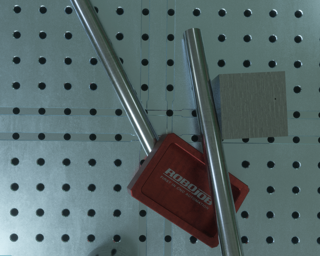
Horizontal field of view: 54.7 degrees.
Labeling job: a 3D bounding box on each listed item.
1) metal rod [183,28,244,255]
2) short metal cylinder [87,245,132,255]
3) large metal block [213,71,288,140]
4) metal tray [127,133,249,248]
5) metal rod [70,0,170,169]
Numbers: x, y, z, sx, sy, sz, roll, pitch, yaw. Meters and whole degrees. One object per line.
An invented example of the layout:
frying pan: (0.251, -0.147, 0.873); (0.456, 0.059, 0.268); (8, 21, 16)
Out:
metal rod: (0.063, 0.016, 0.377); (0.025, 0.025, 0.299); (-8, 76, 0)
short metal cylinder: (-0.069, 0.201, 0.400); (0.081, 0.050, 0.079); (0, 90, 0)
large metal block: (0.114, -0.028, 0.402); (0.081, 0.050, 0.079); (-3, 90, 0)
metal tray: (0.037, 0.077, 0.391); (0.130, 0.030, 0.090); (36, 78, -10)
metal rod: (-0.063, -0.083, 0.412); (0.025, 0.025, 0.299); (-26, 90, 0)
